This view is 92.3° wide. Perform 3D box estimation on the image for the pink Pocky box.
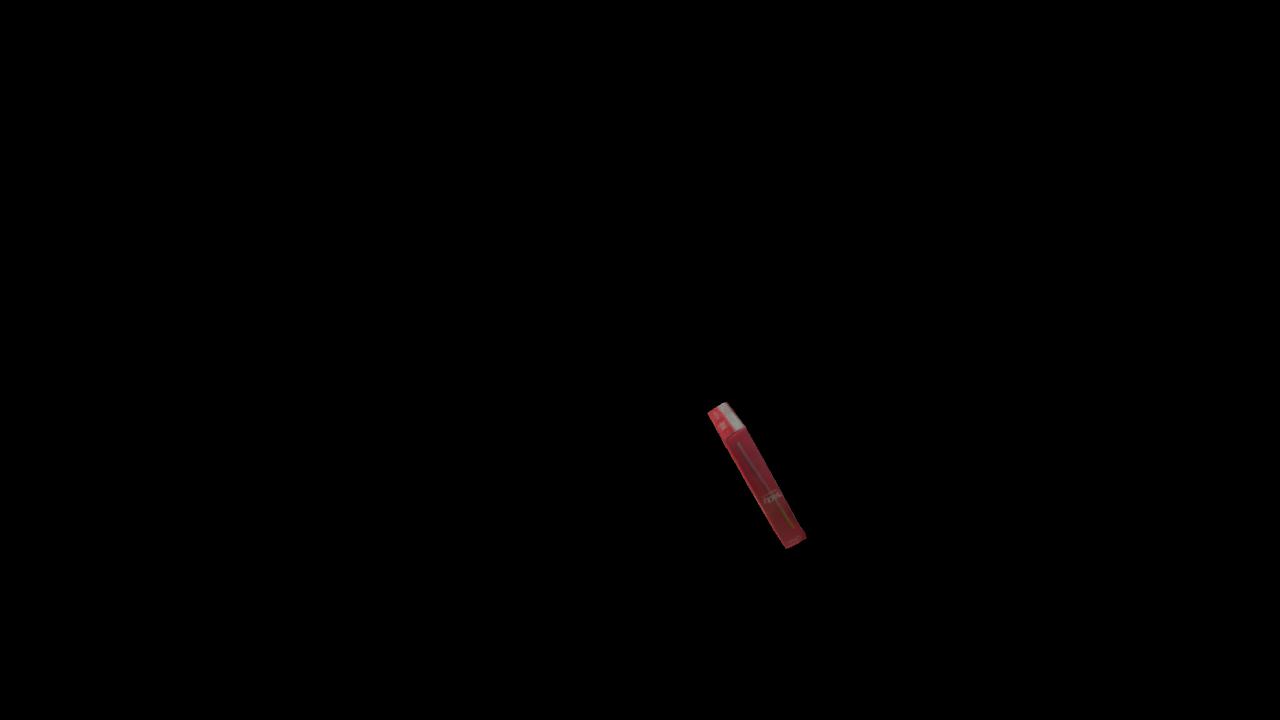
[{"bbox_3d":[0.129,0.127,0.686,0.029,0.155,0.084,-30,16,3],"label":"pink Pocky box"}]
